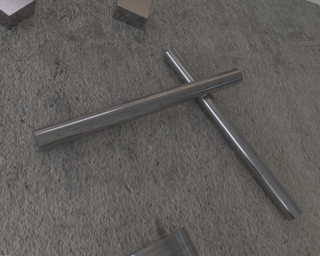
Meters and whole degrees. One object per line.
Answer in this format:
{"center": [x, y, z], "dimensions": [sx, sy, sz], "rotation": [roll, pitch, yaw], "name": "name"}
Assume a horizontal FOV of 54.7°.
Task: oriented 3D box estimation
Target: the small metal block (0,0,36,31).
{"center": [-0.197, -0.160, 0.395], "dimensions": [0.050, 0.025, 0.050], "rotation": [35, 51, -5], "name": "small metal block"}

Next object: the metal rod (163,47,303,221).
{"center": [0.102, 0.002, 0.456], "dimensions": [0.025, 0.025, 0.299], "rotation": [-28, 77, -37], "name": "metal rod"}

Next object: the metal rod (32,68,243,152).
{"center": [-0.006, -0.032, 0.399], "dimensions": [0.302, 0.025, 0.025], "rotation": [-21, 73, -29], "name": "metal rod"}

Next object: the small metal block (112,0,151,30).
{"center": [-0.045, -0.192, 0.497], "dimensions": [0.050, 0.025, 0.050], "rotation": [19, 54, -17], "name": "small metal block"}

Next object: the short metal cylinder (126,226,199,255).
{"center": [-0.001, 0.133, 0.287], "dimensions": [0.081, 0.080, 0.050], "rotation": [-16, 71, -35], "name": "short metal cylinder"}
